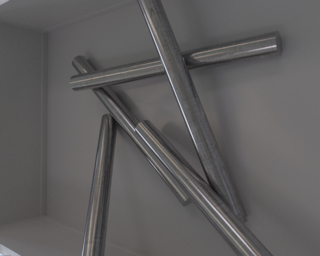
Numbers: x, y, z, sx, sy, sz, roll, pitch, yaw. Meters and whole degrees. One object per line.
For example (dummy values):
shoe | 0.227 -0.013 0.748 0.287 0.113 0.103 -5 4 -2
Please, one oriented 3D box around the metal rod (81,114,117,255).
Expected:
metal rod | -0.075 0.101 0.377 0.025 0.025 0.300 -36 39 34

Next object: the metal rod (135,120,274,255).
metal rod | 0.058 0.086 0.316 0.300 0.025 0.025 47 118 38

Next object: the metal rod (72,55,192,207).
metal rod | -0.049 -0.012 0.447 0.300 0.025 0.025 49 119 29

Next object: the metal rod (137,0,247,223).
metal rod | 0.030 -0.035 0.346 0.025 0.025 0.299 -23 86 38

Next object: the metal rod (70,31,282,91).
metal rod | -0.005 -0.077 0.393 0.300 0.025 0.025 -4 88 34
